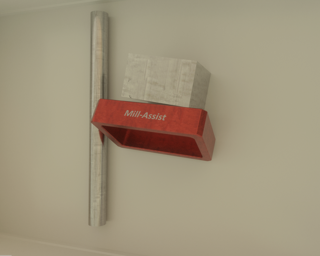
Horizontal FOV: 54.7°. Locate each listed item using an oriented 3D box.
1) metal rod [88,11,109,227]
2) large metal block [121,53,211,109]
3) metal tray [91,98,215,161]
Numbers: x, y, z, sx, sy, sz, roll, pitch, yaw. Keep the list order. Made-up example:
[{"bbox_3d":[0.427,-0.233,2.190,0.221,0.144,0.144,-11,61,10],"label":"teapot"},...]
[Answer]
[{"bbox_3d":[-0.088,-0.013,0.440,0.025,0.025,0.298,1,90,19],"label":"metal rod"},{"bbox_3d":[0.011,-0.053,0.377,0.080,0.080,0.050,11,94,19],"label":"large metal block"},{"bbox_3d":[-0.005,0.004,0.374,0.130,0.090,0.030,7,69,19],"label":"metal tray"}]
